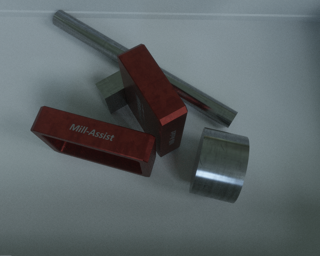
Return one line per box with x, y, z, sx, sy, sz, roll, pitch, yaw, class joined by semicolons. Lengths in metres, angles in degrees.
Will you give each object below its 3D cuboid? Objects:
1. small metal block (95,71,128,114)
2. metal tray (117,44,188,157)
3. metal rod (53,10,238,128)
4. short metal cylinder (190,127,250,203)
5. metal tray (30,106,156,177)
-0.054;-0.050;0.414;0.050;0.050;0.025;-31;73;-11;small metal block
-0.009;-0.025;0.363;0.030;0.130;0.090;-29;73;-10;metal tray
-0.028;-0.088;0.441;0.301;0.025;0.025;32;73;10;metal rod
0.068;0.043;0.366;0.050;0.080;0.080;13;71;4;short metal cylinder
-0.072;0.019;0.367;0.131;0.090;0.030;15;71;5;metal tray
